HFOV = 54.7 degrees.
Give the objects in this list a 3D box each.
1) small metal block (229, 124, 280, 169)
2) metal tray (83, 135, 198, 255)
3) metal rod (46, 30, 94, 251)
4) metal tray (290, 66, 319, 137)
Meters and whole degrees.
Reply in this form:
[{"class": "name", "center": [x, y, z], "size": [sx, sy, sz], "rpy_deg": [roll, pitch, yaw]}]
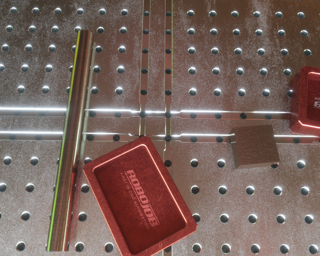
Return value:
[{"class": "small metal block", "center": [0.122, 0.025, 0.404], "size": [0.050, 0.025, 0.050], "rpy_deg": [-5, 70, -2]}, {"class": "metal tray", "center": [-0.025, 0.085, 0.377], "size": [0.091, 0.030, 0.130], "rpy_deg": [-26, 72, -10]}, {"class": "metal rod", "center": [-0.115, 0.002, 0.409], "size": [0.025, 0.025, 0.299], "rpy_deg": [2, 70, 0]}, {"class": "metal tray", "center": [0.250, -0.029, 0.422], "size": [0.131, 0.030, 0.090], "rpy_deg": [11, 70, 3]}]
